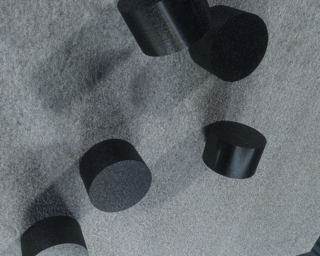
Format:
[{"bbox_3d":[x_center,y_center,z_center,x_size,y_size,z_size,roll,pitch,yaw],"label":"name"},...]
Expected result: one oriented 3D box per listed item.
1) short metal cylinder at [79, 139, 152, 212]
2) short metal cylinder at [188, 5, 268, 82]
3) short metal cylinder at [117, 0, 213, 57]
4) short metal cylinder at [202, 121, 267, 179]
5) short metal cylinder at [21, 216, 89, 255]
[{"bbox_3d":[-0.057,0.061,0.398,0.081,0.050,0.079,-14,125,-21],"label":"short metal cylinder"},{"bbox_3d":[0.081,-0.102,0.374,0.081,0.050,0.079,-14,125,-21],"label":"short metal cylinder"},{"bbox_3d":[0.006,-0.115,0.304,0.080,0.080,0.050,-36,130,-5],"label":"short metal cylinder"},{"bbox_3d":[0.107,0.030,0.450,0.081,0.080,0.050,-3,120,-27],"label":"short metal cylinder"},{"bbox_3d":[-0.142,0.166,0.417,0.081,0.050,0.079,-14,125,-21],"label":"short metal cylinder"}]
